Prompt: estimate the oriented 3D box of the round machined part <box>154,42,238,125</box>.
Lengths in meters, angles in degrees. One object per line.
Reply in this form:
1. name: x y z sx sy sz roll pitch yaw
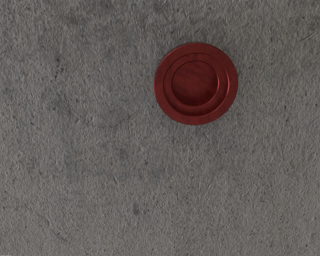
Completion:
1. round machined part: 0.042 -0.056 0.380 0.099 0.042 0.097 0 110 0
